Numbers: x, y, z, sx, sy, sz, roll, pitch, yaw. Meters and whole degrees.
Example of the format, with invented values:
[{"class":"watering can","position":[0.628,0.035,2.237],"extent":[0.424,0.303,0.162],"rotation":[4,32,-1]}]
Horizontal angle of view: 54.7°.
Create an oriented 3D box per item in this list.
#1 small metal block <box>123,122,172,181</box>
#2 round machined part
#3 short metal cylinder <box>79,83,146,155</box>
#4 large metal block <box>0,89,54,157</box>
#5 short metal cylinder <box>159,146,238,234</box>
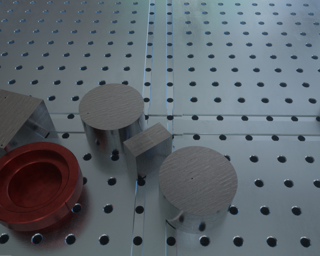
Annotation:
[{"class":"small metal block","position":[-0.013,0.028,0.368],"extent":[0.050,0.050,0.025],"rotation":[-30,56,-22]},{"class":"round machined part","position":[-0.134,0.066,0.340],"extent":[0.099,0.042,0.098],"rotation":[0,50,0]},{"class":"short metal cylinder","position":[-0.060,-0.012,0.401],"extent":[0.080,0.050,0.080],"rotation":[0,50,0]},{"class":"large metal block","position":[-0.197,0.000,0.390],"extent":[0.080,0.050,0.080],"rotation":[14,51,11]},{"class":"short metal cylinder","position":[0.039,0.066,0.336],"extent":[0.080,0.050,0.080],"rotation":[0,50,0]}]
